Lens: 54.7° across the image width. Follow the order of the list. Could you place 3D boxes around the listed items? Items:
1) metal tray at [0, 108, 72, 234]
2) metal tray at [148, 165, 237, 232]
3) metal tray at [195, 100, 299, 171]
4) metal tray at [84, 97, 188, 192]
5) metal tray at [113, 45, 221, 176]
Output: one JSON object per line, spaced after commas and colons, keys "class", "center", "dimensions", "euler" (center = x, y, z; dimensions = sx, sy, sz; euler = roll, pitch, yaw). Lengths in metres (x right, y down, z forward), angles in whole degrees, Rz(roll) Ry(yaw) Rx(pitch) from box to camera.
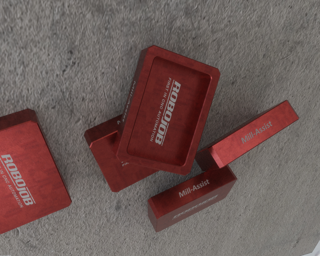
{"class": "metal tray", "center": [-0.163, 0.051, 0.346], "dimensions": [0.091, 0.030, 0.129], "euler": [-21, 127, -16]}
{"class": "metal tray", "center": [0.047, 0.107, 0.472], "dimensions": [0.131, 0.030, 0.090], "euler": [-23, 152, -15]}
{"class": "metal tray", "center": [0.116, 0.013, 0.435], "dimensions": [0.131, 0.090, 0.030], "euler": [-30, 85, -12]}
{"class": "metal tray", "center": [-0.020, 0.018, 0.404], "dimensions": [0.131, 0.030, 0.090], "euler": [-26, 128, -12]}
{"class": "metal tray", "center": [0.007, -0.018, 0.357], "dimensions": [0.091, 0.030, 0.129], "euler": [16, 93, -19]}
